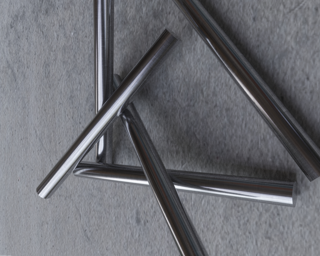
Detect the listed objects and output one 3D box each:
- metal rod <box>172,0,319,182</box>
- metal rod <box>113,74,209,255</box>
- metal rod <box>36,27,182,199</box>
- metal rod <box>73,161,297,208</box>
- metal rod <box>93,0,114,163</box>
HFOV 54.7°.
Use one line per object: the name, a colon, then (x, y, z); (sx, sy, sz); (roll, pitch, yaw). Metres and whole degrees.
metal rod: (0.078, -0.076, 0.339); (0.025, 0.025, 0.299); (-45, 64, 30)
metal rod: (-0.014, 0.035, 0.372); (0.025, 0.025, 0.300); (-51, 48, 27)
metal rod: (-0.079, -0.006, 0.410); (0.299, 0.025, 0.025); (-47, 62, 21)
metal rod: (0.004, 0.062, 0.380); (0.300, 0.025, 0.025); (1, 91, 33)
metal rod: (-0.074, -0.066, 0.410); (0.025, 0.025, 0.298); (26, 123, 36)
